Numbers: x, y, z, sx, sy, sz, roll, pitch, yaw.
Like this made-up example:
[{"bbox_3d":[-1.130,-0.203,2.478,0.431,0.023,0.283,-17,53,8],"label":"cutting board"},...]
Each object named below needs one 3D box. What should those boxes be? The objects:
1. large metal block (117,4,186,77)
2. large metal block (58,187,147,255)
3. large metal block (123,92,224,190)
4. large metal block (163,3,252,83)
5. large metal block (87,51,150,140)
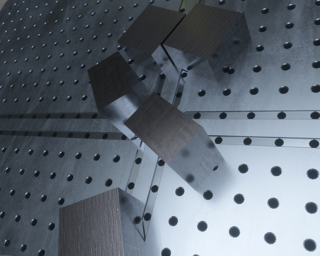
[{"bbox_3d":[-0.004,-0.137,0.479,0.080,0.050,0.080,31,79,38],"label":"large metal block"},{"bbox_3d":[-0.066,0.124,0.352,0.080,0.050,0.080,-22,53,15],"label":"large metal block"},{"bbox_3d":[0.017,0.016,0.355,0.050,0.080,0.080,-47,51,-4],"label":"large metal block"},{"bbox_3d":[0.066,-0.120,0.432,0.080,0.050,0.080,31,79,38],"label":"large metal block"},{"bbox_3d":[-0.049,-0.043,0.426,0.050,0.080,0.080,-30,52,9],"label":"large metal block"}]
